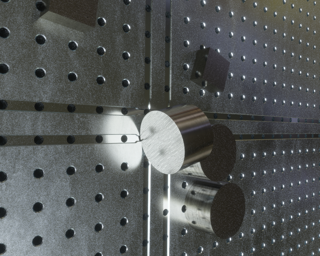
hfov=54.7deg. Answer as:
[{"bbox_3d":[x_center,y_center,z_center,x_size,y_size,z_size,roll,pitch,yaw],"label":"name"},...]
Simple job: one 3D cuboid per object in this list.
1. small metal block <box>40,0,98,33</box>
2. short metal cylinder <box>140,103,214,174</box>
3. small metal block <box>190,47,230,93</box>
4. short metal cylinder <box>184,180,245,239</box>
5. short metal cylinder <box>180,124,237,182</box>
[{"bbox_3d":[-0.095,-0.136,0.329,0.050,0.025,0.050,10,84,-40],"label":"small metal block"},{"bbox_3d":[0.020,0.012,0.390,0.050,0.080,0.079,-17,101,-39],"label":"short metal cylinder"},{"bbox_3d":[0.077,-0.087,0.474,0.050,0.025,0.050,24,75,-37],"label":"small metal block"},{"bbox_3d":[0.083,0.118,0.462,0.081,0.050,0.079,0,90,-40],"label":"short metal cylinder"},{"bbox_3d":[0.066,0.034,0.448,0.081,0.050,0.079,0,91,-40],"label":"short metal cylinder"}]
